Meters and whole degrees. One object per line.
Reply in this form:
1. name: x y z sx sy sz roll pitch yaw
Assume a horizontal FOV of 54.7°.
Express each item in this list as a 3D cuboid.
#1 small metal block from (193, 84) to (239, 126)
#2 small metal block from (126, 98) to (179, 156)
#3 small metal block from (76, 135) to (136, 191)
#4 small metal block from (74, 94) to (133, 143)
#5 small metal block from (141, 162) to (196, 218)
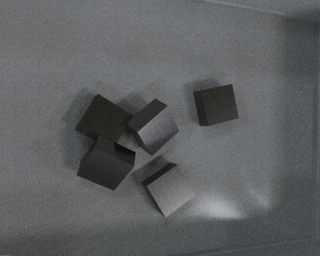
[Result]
1. small metal block: 0.080 -0.032 0.441 0.050 0.025 0.050 -14 95 -20
2. small metal block: -0.008 -0.001 0.396 0.050 0.025 0.050 -42 137 -15
3. small metal block: -0.065 0.043 0.373 0.050 0.025 0.050 27 122 -19
4. small metal block: -0.070 -0.007 0.385 0.050 0.025 0.050 32 79 -18
5. small metal block: 0.011 0.082 0.416 0.050 0.025 0.050 -33 101 -17
